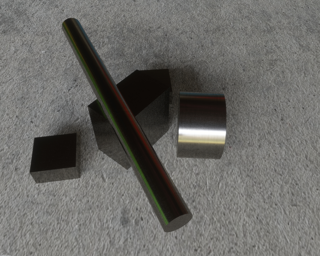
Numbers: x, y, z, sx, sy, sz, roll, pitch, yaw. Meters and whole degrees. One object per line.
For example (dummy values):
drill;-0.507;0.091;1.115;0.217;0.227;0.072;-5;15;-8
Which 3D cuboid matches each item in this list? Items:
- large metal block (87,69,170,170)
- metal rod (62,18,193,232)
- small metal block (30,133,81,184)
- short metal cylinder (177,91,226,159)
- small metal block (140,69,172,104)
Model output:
large metal block;-0.034;-0.010;0.376;0.050;0.080;0.080;32;57;23
metal rod;-0.052;-0.031;0.324;0.025;0.025;0.300;-20;53;-17
small metal block;-0.124;0.036;0.372;0.050;0.025;0.050;-6;50;-6
short metal cylinder;0.047;-0.003;0.371;0.050;0.080;0.080;2;50;2
small metal block;-0.010;-0.060;0.453;0.050;0.025;0.050;-4;50;-4
